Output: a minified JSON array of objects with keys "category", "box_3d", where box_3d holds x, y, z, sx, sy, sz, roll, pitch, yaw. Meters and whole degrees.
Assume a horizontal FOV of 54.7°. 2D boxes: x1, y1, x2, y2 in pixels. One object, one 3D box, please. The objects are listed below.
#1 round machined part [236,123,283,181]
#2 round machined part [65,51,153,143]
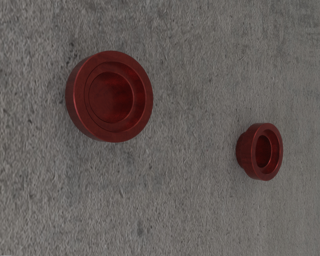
[{"category":"round machined part","box_3d":[0.168,0.040,0.534,0.099,0.042,0.097,0,90,-40]},{"category":"round machined part","box_3d":[-0.059,-0.033,0.344,0.099,0.042,0.097,0,90,-40]}]
